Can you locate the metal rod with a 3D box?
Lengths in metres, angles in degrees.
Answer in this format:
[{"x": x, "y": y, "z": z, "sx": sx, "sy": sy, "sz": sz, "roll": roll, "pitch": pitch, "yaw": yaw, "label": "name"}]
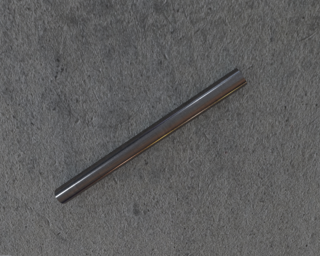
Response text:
[{"x": -0.020, "y": 0.016, "z": 0.417, "sx": 0.300, "sy": 0.025, "sz": 0.025, "roll": -34, "pitch": 107, "yaw": 11, "label": "metal rod"}]
